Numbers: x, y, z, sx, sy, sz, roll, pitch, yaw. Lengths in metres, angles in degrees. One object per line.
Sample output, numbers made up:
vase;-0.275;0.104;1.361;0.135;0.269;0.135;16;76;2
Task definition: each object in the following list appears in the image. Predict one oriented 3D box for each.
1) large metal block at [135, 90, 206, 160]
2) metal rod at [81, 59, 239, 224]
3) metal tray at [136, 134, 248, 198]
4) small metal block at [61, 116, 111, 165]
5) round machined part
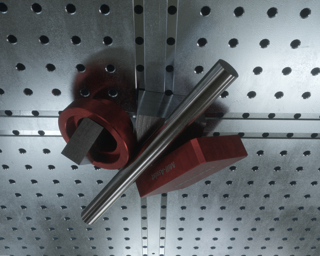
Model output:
large metal block;0.007;0.003;0.398;0.081;0.050;0.079;7;130;-6
metal rod;-0.019;0.036;0.376;0.025;0.025;0.298;28;125;-22
metal tray;0.038;0.052;0.409;0.091;0.030;0.129;-2;154;-41
small metal block;-0.085;0.016;0.371;0.025;0.050;0.050;33;88;6
round machined part;-0.072;0.003;0.384;0.098;0.042;0.097;17;136;18
